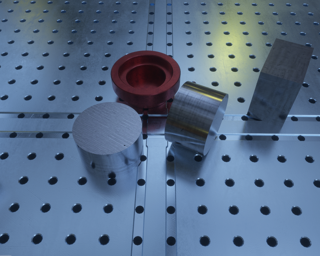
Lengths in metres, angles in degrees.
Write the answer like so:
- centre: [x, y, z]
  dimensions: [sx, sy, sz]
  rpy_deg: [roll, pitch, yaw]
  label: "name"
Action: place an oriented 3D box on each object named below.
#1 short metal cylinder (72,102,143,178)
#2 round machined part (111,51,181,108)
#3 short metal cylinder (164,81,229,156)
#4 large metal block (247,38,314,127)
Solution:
- centre: [-0.061, 0.014, 0.379]
  dimensions: [0.081, 0.050, 0.080]
  rpy_deg: [0, 50, 0]
  label: "short metal cylinder"
- centre: [-0.020, -0.067, 0.452]
  dimensions: [0.099, 0.042, 0.098]
  rpy_deg: [0, 50, 0]
  label: "round machined part"
- centre: [0.046, -0.012, 0.382]
  dimensions: [0.050, 0.080, 0.080]
  rpy_deg: [21, 53, 17]
  label: "short metal cylinder"
- centre: [0.164, -0.062, 0.425]
  dimensions: [0.050, 0.080, 0.080]
  rpy_deg: [21, 53, 17]
  label: "large metal block"
